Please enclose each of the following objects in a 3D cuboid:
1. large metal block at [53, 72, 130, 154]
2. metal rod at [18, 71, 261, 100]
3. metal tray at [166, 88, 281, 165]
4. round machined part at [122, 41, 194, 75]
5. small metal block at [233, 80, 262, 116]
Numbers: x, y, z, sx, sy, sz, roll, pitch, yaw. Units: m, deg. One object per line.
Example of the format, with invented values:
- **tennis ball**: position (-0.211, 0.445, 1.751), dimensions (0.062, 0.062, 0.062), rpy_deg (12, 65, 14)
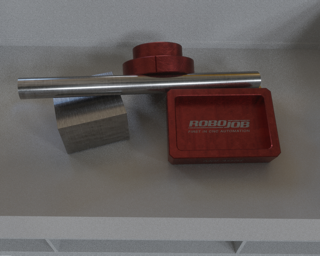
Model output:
- **large metal block**: position (-0.090, -0.022, 0.403), dimensions (0.081, 0.050, 0.080), rpy_deg (-14, 52, -12)
- **metal rod**: position (-0.014, -0.056, 0.391), dimensions (0.302, 0.025, 0.025), rpy_deg (-4, 50, -13)
- **metal tray**: position (0.074, -0.003, 0.385), dimensions (0.131, 0.030, 0.090), rpy_deg (-1, 69, -2)
- **round machined part**: position (-0.003, -0.090, 0.429), dimensions (0.099, 0.098, 0.042), rpy_deg (-3, 91, -3)
- **small metal block**: position (0.118, -0.045, 0.442), dimensions (0.050, 0.025, 0.050), rpy_deg (-9, 51, -8)
